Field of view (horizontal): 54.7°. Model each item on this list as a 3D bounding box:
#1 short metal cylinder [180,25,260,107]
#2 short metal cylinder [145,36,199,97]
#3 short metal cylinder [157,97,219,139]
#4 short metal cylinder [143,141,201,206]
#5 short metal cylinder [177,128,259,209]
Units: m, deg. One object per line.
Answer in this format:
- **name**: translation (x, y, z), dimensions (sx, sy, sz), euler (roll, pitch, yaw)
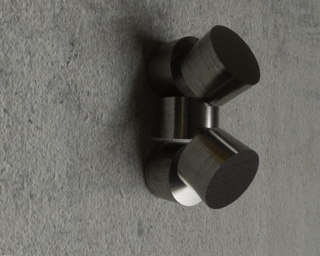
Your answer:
- **short metal cylinder**: translation (0.071, -0.072, 0.365), dimensions (0.080, 0.050, 0.080), euler (21, 52, -30)
- **short metal cylinder**: translation (0.027, -0.077, 0.413), dimensions (0.081, 0.050, 0.080), euler (0, 90, -40)
- **short metal cylinder**: translation (0.036, -0.011, 0.401), dimensions (0.081, 0.080, 0.050), euler (2, 89, -40)
- **short metal cylinder**: translation (0.025, 0.058, 0.411), dimensions (0.081, 0.050, 0.080), euler (0, 90, -40)
- **short metal cylinder**: translation (0.068, 0.046, 0.360), dimensions (0.081, 0.050, 0.079), euler (-21, 129, -27)
